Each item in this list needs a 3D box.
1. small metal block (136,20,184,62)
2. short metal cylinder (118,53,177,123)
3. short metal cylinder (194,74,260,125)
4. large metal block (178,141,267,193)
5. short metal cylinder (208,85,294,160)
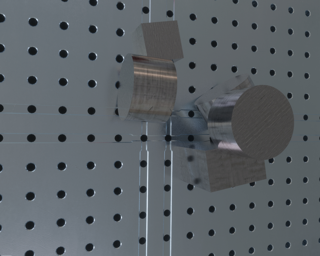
[{"bbox_3d":[0.000,-0.113,0.412,0.050,0.025,0.050,-12,94,-20],"label":"small metal block"},{"bbox_3d":[-0.018,-0.047,0.377,0.050,0.080,0.080,4,89,-20],"label":"short metal cylinder"},{"bbox_3d":[0.094,-0.031,0.418,0.080,0.080,0.050,-35,102,-17],"label":"short metal cylinder"},{"bbox_3d":[0.080,0.045,0.413,0.081,0.080,0.050,-9,93,-20],"label":"large metal block"},{"bbox_3d":[0.102,-0.006,0.352,0.081,0.050,0.080,0,90,-20],"label":"short metal cylinder"}]
